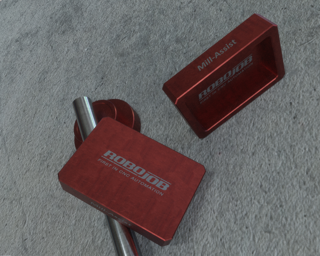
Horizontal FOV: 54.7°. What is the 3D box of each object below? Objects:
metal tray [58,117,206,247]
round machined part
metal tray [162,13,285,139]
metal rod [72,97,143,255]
[{"bbox_3d":[-0.028,0.053,0.333,0.130,0.030,0.090,27,59,10],"label":"metal tray"},{"bbox_3d":[-0.080,0.000,0.434,0.098,0.042,0.098,-13,56,20],"label":"round machined part"},{"bbox_3d":[0.077,-0.054,0.354,0.130,0.090,0.030,-38,51,2],"label":"metal tray"},{"bbox_3d":[-0.050,0.088,0.342,0.025,0.025,0.299,-29,62,10],"label":"metal rod"}]
